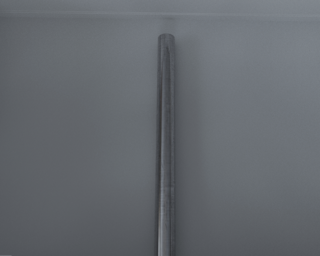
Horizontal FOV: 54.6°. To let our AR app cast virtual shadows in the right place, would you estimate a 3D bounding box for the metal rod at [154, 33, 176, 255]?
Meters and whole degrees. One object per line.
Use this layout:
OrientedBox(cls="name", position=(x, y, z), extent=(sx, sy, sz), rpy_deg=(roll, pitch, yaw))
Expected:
OrientedBox(cls="metal rod", position=(0.007, 0.009, 0.406), extent=(0.025, 0.025, 0.299), rpy_deg=(1, 70, 0))
